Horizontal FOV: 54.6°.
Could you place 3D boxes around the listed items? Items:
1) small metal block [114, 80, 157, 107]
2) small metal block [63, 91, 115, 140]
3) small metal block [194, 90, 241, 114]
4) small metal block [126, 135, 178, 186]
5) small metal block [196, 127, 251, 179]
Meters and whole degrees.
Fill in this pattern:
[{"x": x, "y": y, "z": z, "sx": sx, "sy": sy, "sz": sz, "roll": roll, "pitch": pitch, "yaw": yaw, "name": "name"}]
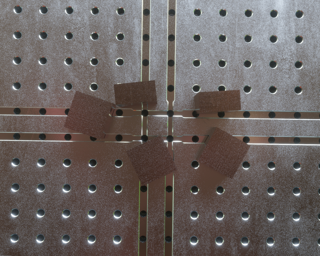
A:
[{"x": -0.030, "y": -0.043, "z": 0.401, "sx": 0.050, "sy": 0.050, "sz": 0.025, "roll": -6, "pitch": 90, "yaw": 0, "name": "small metal block"}, {"x": -0.093, "y": -0.017, "z": 0.413, "sx": 0.050, "sy": 0.025, "sz": 0.050, "roll": 19, "pitch": 90, "yaw": 0, "name": "small metal block"}, {"x": 0.073, "y": -0.033, "z": 0.401, "sx": 0.050, "sy": 0.050, "sz": 0.025, "roll": -4, "pitch": 90, "yaw": 0, "name": "small metal block"}, {"x": -0.010, "y": 0.042, "z": 0.413, "sx": 0.050, "sy": 0.025, "sz": 0.050, "roll": -25, "pitch": 90, "yaw": 0, "name": "small metal block"}, {"x": 0.083, "y": 0.033, "z": 0.414, "sx": 0.050, "sy": 0.025, "sz": 0.050, "roll": 29, "pitch": 90, "yaw": 0, "name": "small metal block"}]
